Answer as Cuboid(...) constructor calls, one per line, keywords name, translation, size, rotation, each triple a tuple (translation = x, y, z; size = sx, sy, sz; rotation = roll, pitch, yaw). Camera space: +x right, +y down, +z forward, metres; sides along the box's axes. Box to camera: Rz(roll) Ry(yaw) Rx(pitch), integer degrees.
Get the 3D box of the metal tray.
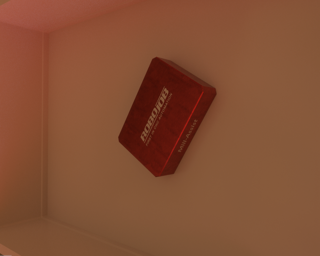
Cuboid(name="metal tray", translation=(0.004, -0.014, 0.401), size=(0.090, 0.030, 0.129), rotation=(39, 114, 33))
